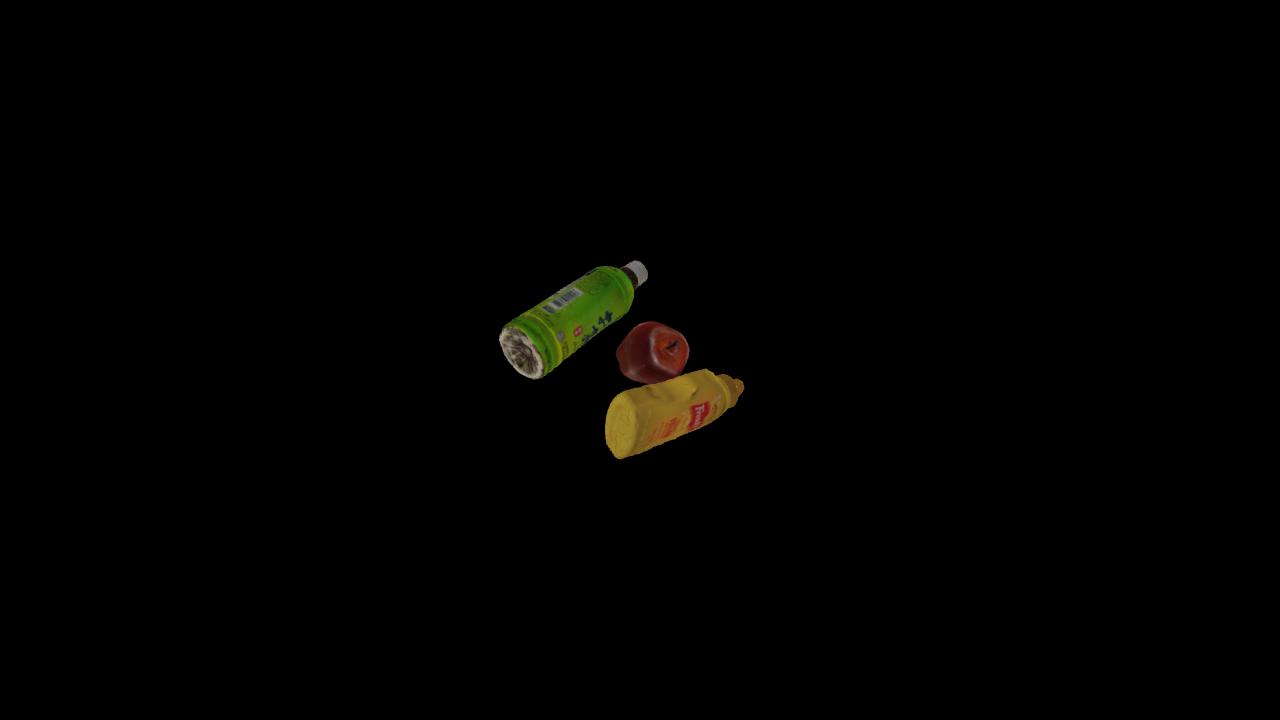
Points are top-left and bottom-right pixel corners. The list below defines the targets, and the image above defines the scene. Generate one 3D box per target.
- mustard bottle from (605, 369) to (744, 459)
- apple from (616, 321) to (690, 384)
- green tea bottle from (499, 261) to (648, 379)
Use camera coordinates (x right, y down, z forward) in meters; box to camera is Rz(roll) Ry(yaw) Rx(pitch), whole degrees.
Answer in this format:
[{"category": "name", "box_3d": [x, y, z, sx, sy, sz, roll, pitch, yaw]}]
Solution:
[{"category": "mustard bottle", "box_3d": [0.050, 0.052, 0.714, 0.184, 0.092, 0.054, -15, 45, -33]}, {"category": "apple", "box_3d": [0.015, -0.007, 0.730, 0.079, 0.079, 0.093, 0, -11, -36]}, {"category": "green tea bottle", "box_3d": [-0.064, -0.060, 0.717, 0.073, 0.073, 0.212, 0, 32, 46]}]
